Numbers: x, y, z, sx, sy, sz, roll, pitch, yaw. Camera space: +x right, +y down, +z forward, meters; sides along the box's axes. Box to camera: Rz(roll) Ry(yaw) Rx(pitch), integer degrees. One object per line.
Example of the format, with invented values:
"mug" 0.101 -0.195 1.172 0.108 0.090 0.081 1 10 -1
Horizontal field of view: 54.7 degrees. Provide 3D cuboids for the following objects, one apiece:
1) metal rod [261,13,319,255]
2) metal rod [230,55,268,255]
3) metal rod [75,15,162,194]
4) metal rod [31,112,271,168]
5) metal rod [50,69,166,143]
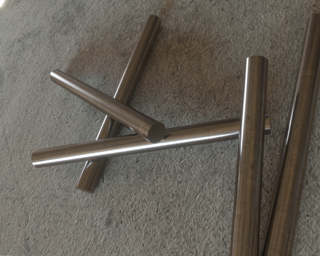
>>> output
"metal rod" 0.147 -0.001 0.327 0.025 0.025 0.300 7 65 31
"metal rod" 0.084 0.065 0.297 0.025 0.025 0.299 -1 68 28
"metal rod" -0.054 -0.049 0.462 0.025 0.025 0.300 5 64 30
"metal rod" -0.023 0.018 0.382 0.301 0.025 0.025 -9 58 15
"metal rod" -0.095 -0.044 0.453 0.300 0.025 0.025 29 77 46
